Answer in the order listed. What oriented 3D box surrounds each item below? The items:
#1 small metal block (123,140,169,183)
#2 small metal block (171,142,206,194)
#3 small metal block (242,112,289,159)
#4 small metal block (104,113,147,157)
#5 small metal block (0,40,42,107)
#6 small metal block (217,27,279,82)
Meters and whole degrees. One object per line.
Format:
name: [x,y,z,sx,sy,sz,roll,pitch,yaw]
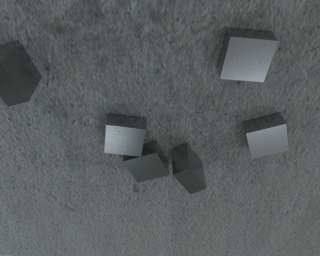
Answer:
small metal block: [-0.019,0.049,0.449,0.050,0.025,0.050,-16,129,13]
small metal block: [0.041,0.057,0.440,0.025,0.050,0.050,-26,126,20]
small metal block: [0.143,0.011,0.419,0.050,0.025,0.050,-15,129,12]
small metal block: [-0.047,0.010,0.415,0.050,0.025,0.050,7,130,-6]
small metal block: [-0.160,-0.060,0.337,0.025,0.050,0.050,-13,129,10]
small metal block: [0.094,-0.080,0.341,0.050,0.025,0.050,4,130,-4]
